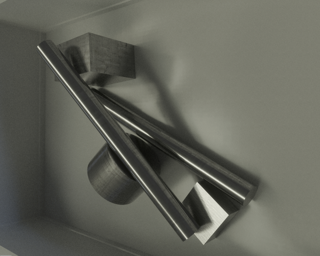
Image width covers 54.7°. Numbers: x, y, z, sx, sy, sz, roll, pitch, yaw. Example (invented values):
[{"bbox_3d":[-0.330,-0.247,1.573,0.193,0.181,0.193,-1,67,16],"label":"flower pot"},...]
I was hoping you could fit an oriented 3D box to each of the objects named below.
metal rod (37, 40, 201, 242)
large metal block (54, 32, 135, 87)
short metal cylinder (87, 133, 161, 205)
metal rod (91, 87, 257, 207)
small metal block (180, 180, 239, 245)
[{"bbox_3d":[-0.058,0.005,0.375,0.300,0.025,0.025,50,120,13],"label":"metal rod"},{"bbox_3d":[-0.094,-0.094,0.445,0.080,0.081,0.050,-5,87,39],"label":"large metal block"},{"bbox_3d":[-0.046,0.052,0.404,0.050,0.081,0.080,-47,62,29],"label":"short metal cylinder"},{"bbox_3d":[-0.010,0.008,0.412,0.300,0.025,0.025,31,109,35],"label":"metal rod"},{"bbox_3d":[0.054,0.096,0.359,0.050,0.025,0.050,45,117,30],"label":"small metal block"}]
